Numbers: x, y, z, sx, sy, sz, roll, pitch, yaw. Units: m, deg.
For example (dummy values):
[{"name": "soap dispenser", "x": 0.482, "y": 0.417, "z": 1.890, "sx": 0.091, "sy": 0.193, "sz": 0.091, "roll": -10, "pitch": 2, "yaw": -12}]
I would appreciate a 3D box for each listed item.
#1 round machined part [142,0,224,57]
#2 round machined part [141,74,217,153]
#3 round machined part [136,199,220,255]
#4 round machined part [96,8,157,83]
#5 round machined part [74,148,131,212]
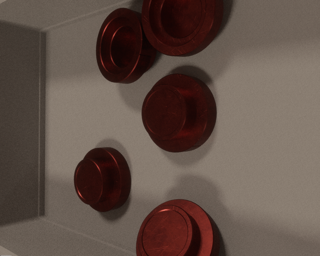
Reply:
[{"name": "round machined part", "x": 0.030, "y": -0.133, "z": 0.364, "sx": 0.098, "sy": 0.042, "sz": 0.097, "roll": 7, "pitch": 102, "yaw": 35}, {"name": "round machined part", "x": 0.016, "y": -0.018, "z": 0.381, "sx": 0.098, "sy": 0.042, "sz": 0.097, "roll": 0, "pitch": 90, "yaw": 39}, {"name": "round machined part", "x": 0.014, "y": 0.127, "z": 0.353, "sx": 0.098, "sy": 0.042, "sz": 0.098, "roll": -17, "pitch": 49, "yaw": 22}, {"name": "round machined part", "x": -0.042, "y": -0.109, "z": 0.425, "sx": 0.098, "sy": 0.042, "sz": 0.097, "roll": 1, "pitch": 92, "yaw": 44}, {"name": "round machined part", "x": -0.094, "y": 0.079, "z": 0.470, "sx": 0.098, "sy": 0.042, "sz": 0.097, "roll": 0, "pitch": 90, "yaw": 39}]
